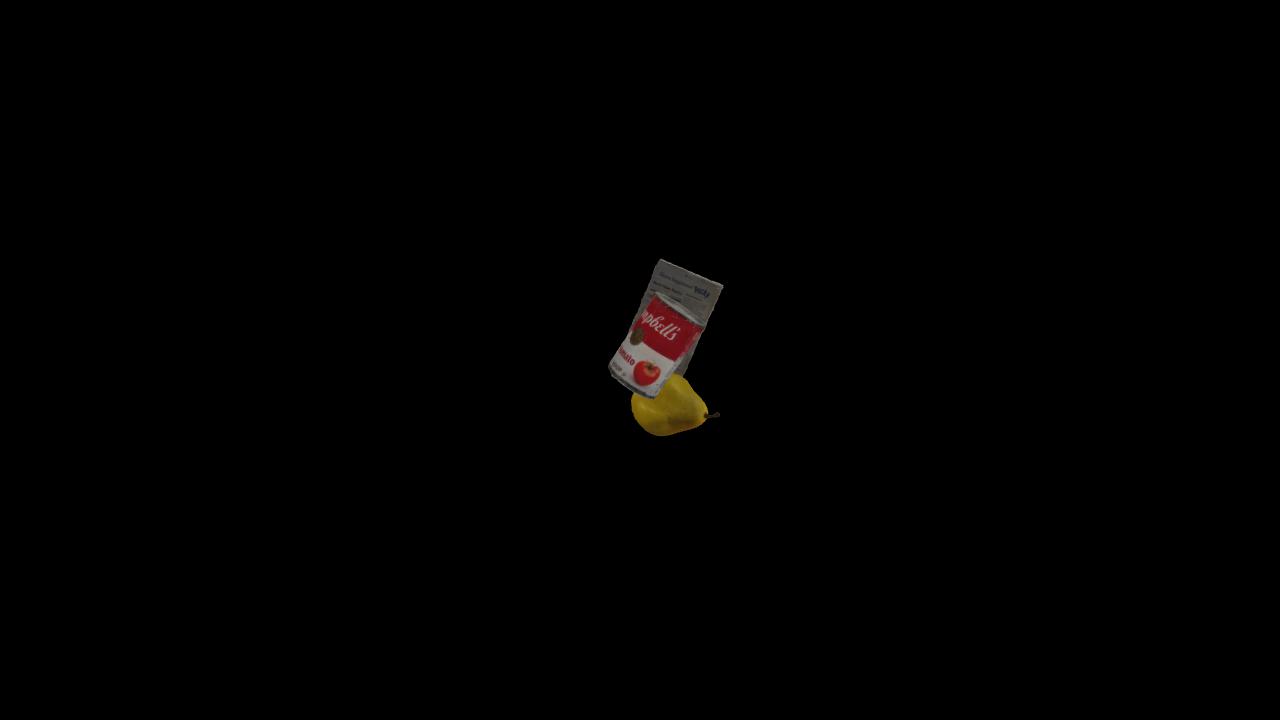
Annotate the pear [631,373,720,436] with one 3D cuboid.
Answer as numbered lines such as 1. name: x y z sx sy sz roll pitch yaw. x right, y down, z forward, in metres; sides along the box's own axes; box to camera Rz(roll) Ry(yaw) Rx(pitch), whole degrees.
1. pear: 0.045 0.060 0.731 0.111 0.080 0.080 28 17 36

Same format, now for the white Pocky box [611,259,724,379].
1. white Pocky box: 0.031 -0.035 0.741 0.084 0.154 0.028 23 13 -2

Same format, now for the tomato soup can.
1. tomato soup can: 0.018 -0.015 0.682 0.068 0.101 0.068 32 14 -9
